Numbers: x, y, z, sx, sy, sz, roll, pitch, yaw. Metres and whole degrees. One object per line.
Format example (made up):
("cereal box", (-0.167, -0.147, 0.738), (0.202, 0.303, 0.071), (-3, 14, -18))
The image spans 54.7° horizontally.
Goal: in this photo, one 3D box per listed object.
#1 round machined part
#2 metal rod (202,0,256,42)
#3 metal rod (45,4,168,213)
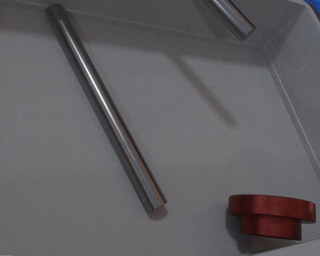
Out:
("round machined part", (0.131, 0.108, 0.368), (0.099, 0.098, 0.042), (14, 71, -21))
("metal rod", (0.015, -0.230, 0.404), (0.025, 0.025, 0.300), (-34, 81, -38))
("metal rod", (-0.074, -0.036, 0.388), (0.025, 0.025, 0.299), (-19, 72, -36))
